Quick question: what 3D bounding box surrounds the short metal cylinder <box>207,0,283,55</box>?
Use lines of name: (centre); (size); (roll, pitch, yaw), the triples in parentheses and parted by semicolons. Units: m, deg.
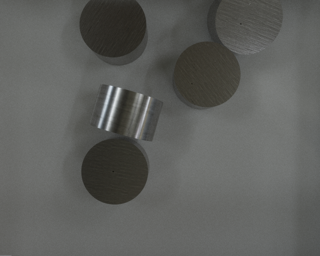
short metal cylinder: (0.104, -0.135, 0.388); (0.081, 0.050, 0.079); (-1, 109, -3)

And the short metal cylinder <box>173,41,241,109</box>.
short metal cylinder: (0.057, -0.065, 0.399); (0.081, 0.050, 0.080); (0, 90, 0)

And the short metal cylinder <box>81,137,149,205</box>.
short metal cylinder: (-0.055, 0.052, 0.398); (0.081, 0.050, 0.080); (0, 90, 0)

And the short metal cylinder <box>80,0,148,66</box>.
short metal cylinder: (-0.057, -0.125, 0.398); (0.081, 0.050, 0.080); (0, 90, 0)

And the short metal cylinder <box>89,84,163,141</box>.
short metal cylinder: (-0.041, -0.018, 0.383); (0.080, 0.080, 0.050); (16, 90, 0)
